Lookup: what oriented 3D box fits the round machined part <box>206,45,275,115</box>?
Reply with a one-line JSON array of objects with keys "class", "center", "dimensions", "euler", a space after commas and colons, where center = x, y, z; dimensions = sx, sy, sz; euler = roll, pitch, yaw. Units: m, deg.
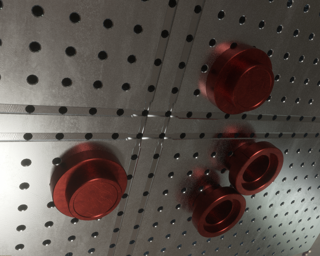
[{"class": "round machined part", "center": [0.117, -0.062, 0.428], "dimensions": [0.099, 0.042, 0.097], "euler": [-14, 124, -21]}]

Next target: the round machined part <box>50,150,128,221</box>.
[{"class": "round machined part", "center": [-0.088, 0.081, 0.403], "dimensions": [0.099, 0.042, 0.097], "euler": [-14, 125, -21]}]

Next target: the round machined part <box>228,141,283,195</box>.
[{"class": "round machined part", "center": [0.157, 0.064, 0.528], "dimensions": [0.099, 0.042, 0.097], "euler": [-14, 125, -21]}]

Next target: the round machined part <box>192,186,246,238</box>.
[{"class": "round machined part", "center": [0.098, 0.141, 0.544], "dimensions": [0.099, 0.042, 0.097], "euler": [-14, 125, -21]}]
